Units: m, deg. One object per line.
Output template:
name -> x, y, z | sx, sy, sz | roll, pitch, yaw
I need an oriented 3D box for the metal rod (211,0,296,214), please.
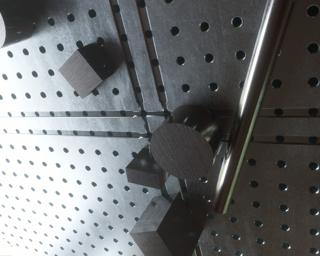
metal rod -> 0.098, -0.012, 0.352 | 0.025, 0.025, 0.298 | 19, 126, 17

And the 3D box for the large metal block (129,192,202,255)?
large metal block -> 0.012, 0.157, 0.467 | 0.050, 0.080, 0.080 | -19, 108, 35

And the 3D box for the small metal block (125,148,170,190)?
small metal block -> -0.013, 0.056, 0.437 | 0.050, 0.050, 0.025 | 8, 122, 24

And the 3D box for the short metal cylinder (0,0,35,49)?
short metal cylinder -> -0.220, -0.151, 0.418 | 0.080, 0.050, 0.079 | 13, 124, 21

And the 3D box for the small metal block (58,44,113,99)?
small metal block -> -0.101, -0.075, 0.418 | 0.050, 0.025, 0.050 | -32, 101, 38

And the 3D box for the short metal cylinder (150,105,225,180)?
short metal cylinder -> 0.035, 0.017, 0.387 | 0.080, 0.050, 0.079 | 13, 124, 21
